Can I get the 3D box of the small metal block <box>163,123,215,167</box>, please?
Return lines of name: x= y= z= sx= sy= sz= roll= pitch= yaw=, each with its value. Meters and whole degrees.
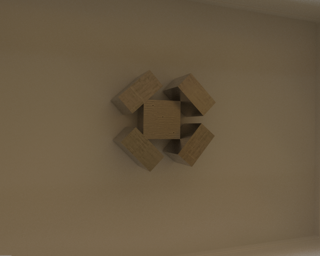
small metal block: x=0.037 y=0.021 z=0.408 sx=0.025 sy=0.050 sz=0.050 roll=42 pitch=76 yaw=-16

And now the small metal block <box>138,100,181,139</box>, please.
small metal block: x=-0.001 y=-0.011 z=0.408 sx=0.050 sy=0.025 sz=0.050 roll=1 pitch=90 yaw=-20

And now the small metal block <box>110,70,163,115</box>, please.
small metal block: x=-0.030 y=-0.043 z=0.384 sx=0.050 sy=0.050 sz=0.025 roll=-43 pitch=103 yaw=-14

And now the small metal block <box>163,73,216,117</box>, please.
small metal block: x=0.037 y=-0.042 z=0.408 sx=0.025 sy=0.050 sz=0.050 roll=-47 pitch=106 yaw=-15

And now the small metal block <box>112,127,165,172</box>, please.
small metal block: x=-0.028 y=0.025 z=0.385 sx=0.025 sy=0.050 sz=0.050 roll=-46 pitch=104 yaw=-13
